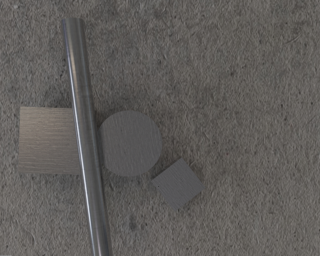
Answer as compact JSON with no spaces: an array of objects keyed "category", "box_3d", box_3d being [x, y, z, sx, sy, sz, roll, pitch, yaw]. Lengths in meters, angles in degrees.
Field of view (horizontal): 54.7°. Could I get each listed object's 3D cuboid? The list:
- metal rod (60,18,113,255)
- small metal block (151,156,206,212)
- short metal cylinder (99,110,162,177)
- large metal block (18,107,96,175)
[{"category":"metal rod","box_3d":[-0.083,0.027,0.360,0.025,0.025,0.298,-6,94,0]},{"category":"small metal block","box_3d":[0.024,0.072,0.410,0.050,0.025,0.050,-38,90,0]},{"category":"short metal cylinder","box_3d":[-0.037,0.018,0.397,0.081,0.050,0.080,0,90,0]},{"category":"large metal block","box_3d":[-0.128,0.015,0.396,0.081,0.050,0.080,2,90,0]}]
